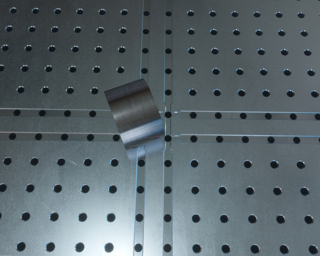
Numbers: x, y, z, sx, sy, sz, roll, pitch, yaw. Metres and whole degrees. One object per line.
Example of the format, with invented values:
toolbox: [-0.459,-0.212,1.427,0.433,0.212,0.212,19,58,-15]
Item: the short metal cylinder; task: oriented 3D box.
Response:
short metal cylinder: [-0.032,-0.016,0.388,0.050,0.080,0.080,-21,72,-8]
